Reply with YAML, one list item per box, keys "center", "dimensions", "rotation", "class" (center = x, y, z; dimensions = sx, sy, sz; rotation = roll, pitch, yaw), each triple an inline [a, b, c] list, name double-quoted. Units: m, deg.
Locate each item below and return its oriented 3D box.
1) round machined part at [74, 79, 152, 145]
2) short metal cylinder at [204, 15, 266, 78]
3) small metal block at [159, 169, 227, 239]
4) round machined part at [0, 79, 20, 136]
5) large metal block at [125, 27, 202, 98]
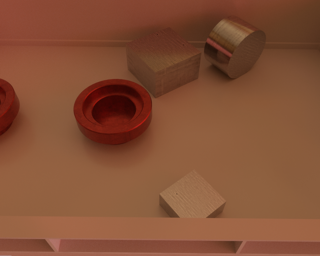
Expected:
- center: [-0.059, -0.017, 0.407]
  dimensions: [0.099, 0.042, 0.098]
  rotation: [0, 50, 0]
  class: "round machined part"
- center: [0.115, -0.124, 0.475]
  dimensions: [0.081, 0.080, 0.050]
  rotation: [-30, 57, -23]
  class: "short metal cylinder"
- center: [0.035, 0.082, 0.337]
  dimensions: [0.050, 0.025, 0.050]
  rotation: [-31, 57, -24]
  class: "small metal block"
- center: [-0.236, -0.020, 0.408]
  dimensions: [0.099, 0.042, 0.098]
  rotation: [0, 50, 0]
  class: "round machined part"
- center: [0.004, -0.102, 0.475]
  dimensions: [0.081, 0.050, 0.080]
  rotation: [-27, 56, -22]
  class: "large metal block"
